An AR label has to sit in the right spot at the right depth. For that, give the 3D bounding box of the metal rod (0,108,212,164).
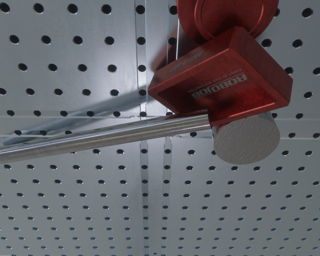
[{"bbox_3d":[-0.084,0.014,0.399,0.301,0.025,0.025,-10,130,17],"label":"metal rod"}]

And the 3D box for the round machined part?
[{"bbox_3d":[0.066,-0.119,0.300,0.099,0.042,0.097,0,130,0],"label":"round machined part"}]

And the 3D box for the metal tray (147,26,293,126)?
[{"bbox_3d":[0.059,-0.044,0.334,0.090,0.030,0.130,35,149,-26],"label":"metal tray"}]

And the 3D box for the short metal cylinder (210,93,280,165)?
[{"bbox_3d":[0.106,0.002,0.398,0.081,0.050,0.079,0,130,0],"label":"short metal cylinder"}]
